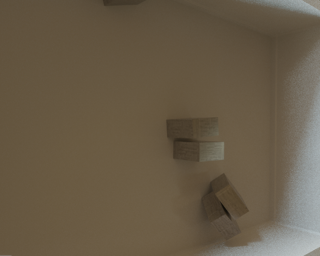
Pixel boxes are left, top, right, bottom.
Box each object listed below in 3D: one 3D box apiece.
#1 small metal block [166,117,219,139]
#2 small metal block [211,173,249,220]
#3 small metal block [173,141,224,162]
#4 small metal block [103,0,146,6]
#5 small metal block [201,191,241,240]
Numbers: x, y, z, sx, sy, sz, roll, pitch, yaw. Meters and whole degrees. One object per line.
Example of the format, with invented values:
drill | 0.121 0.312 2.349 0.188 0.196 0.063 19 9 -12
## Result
small metal block | 0.045 -0.001 0.428 0.050 0.050 0.025 -5 94 -40
small metal block | 0.104 0.102 0.467 0.025 0.050 0.050 -36 97 8
small metal block | 0.054 0.031 0.436 0.050 0.050 0.025 1 90 -40
small metal block | -0.034 -0.163 0.361 0.050 0.050 0.025 -21 104 -38
small metal block | 0.091 0.130 0.465 0.025 0.050 0.050 -34 119 11
